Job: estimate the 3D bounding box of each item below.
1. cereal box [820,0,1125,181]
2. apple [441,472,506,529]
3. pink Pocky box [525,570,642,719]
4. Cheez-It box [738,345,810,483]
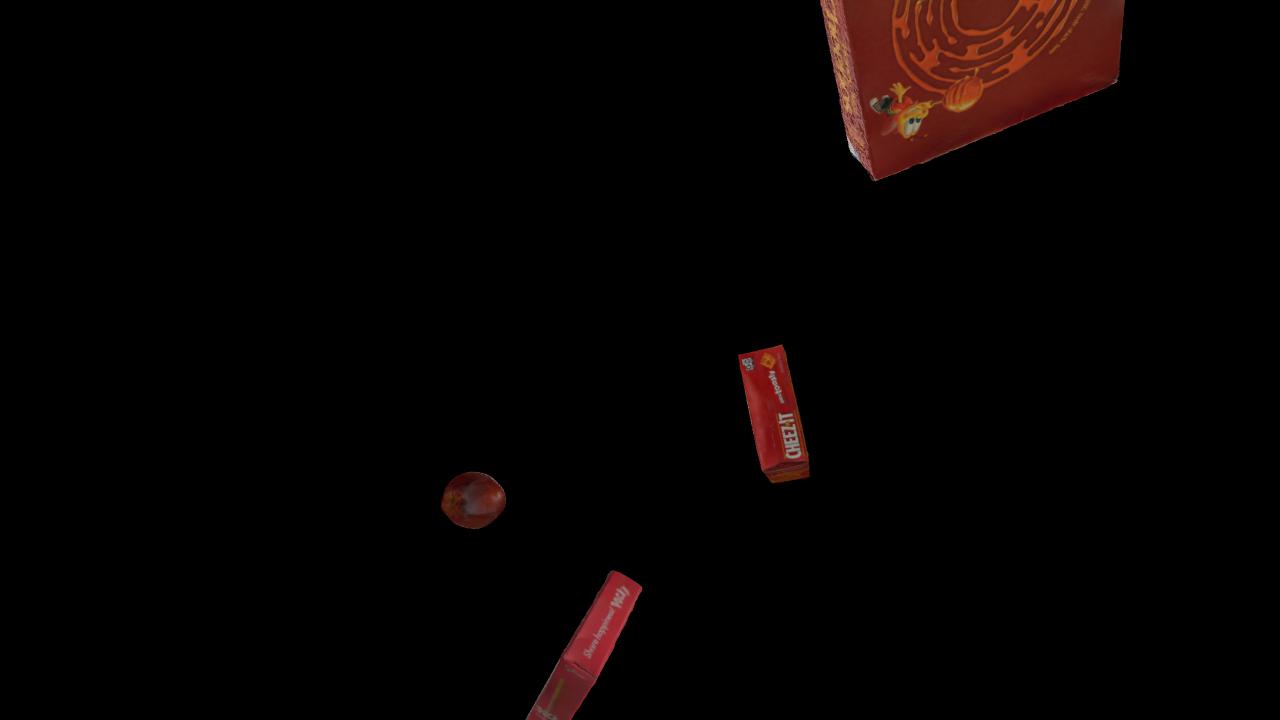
[{"bbox_3d":[0.234,-0.310,0.449,0.203,0.081,0.306,-21,-50,12],"label":"cereal box"},{"bbox_3d":[-0.230,0.193,0.854,0.079,0.079,0.093,0,-6,28],"label":"apple"},{"bbox_3d":[-0.050,0.236,0.461,0.029,0.155,0.084,30,31,8],"label":"pink Pocky box"},{"bbox_3d":[0.202,0.089,0.916,0.071,0.166,0.223,-14,-19,11],"label":"Cheez-It box"}]
